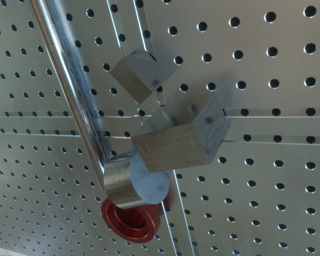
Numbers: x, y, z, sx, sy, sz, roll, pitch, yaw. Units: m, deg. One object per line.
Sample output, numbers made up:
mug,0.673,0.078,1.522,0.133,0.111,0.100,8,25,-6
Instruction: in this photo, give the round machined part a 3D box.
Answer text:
round machined part,-0.044,0.137,0.506,0.098,0.042,0.097,13,124,20

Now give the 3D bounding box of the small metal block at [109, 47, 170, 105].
small metal block,-0.023,-0.063,0.367,0.050,0.050,0.025,47,129,-5

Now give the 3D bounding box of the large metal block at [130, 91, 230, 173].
large metal block,0.026,0.005,0.364,0.080,0.080,0.050,-14,111,33

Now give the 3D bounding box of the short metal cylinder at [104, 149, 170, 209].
short metal cylinder,-0.031,0.070,0.434,0.050,0.080,0.080,-21,107,35

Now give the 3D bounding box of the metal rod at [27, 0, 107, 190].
metal rod,-0.121,-0.036,0.450,0.025,0.025,0.298,-1,118,28
